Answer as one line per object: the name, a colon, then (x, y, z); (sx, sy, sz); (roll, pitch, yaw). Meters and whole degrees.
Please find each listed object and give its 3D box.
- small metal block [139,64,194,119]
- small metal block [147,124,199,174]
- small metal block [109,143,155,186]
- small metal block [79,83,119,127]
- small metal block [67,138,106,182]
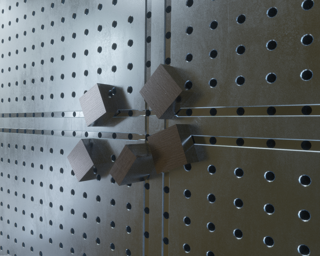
small metal block: (0.008, -0.046, 0.401); (0.050, 0.025, 0.050); (-50, 61, 28)
small metal block: (0.016, 0.027, 0.395); (0.050, 0.025, 0.050); (-25, 75, 37)
small metal block: (-0.032, 0.048, 0.418); (0.025, 0.050, 0.050); (46, 117, 30)
small metal block: (-0.097, -0.035, 0.487); (0.050, 0.025, 0.050); (-32, 71, 35)
small metal block: (-0.121, 0.052, 0.506); (0.050, 0.025, 0.050); (-47, 63, 29)
